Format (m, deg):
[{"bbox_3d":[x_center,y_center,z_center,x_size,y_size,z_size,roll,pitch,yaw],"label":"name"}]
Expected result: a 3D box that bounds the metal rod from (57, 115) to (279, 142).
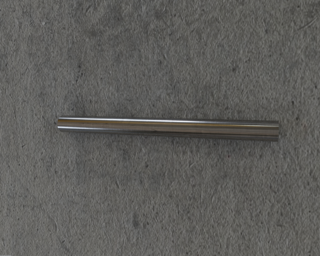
[{"bbox_3d":[-0.003,-0.001,0.412,0.301,0.025,0.025,2,91,20],"label":"metal rod"}]
